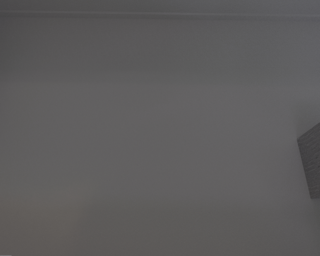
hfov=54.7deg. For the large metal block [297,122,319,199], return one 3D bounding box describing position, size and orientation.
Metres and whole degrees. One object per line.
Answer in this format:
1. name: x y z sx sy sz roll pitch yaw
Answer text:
1. large metal block: 0.213 0.037 0.368 0.050 0.080 0.080 -4 70 -1
